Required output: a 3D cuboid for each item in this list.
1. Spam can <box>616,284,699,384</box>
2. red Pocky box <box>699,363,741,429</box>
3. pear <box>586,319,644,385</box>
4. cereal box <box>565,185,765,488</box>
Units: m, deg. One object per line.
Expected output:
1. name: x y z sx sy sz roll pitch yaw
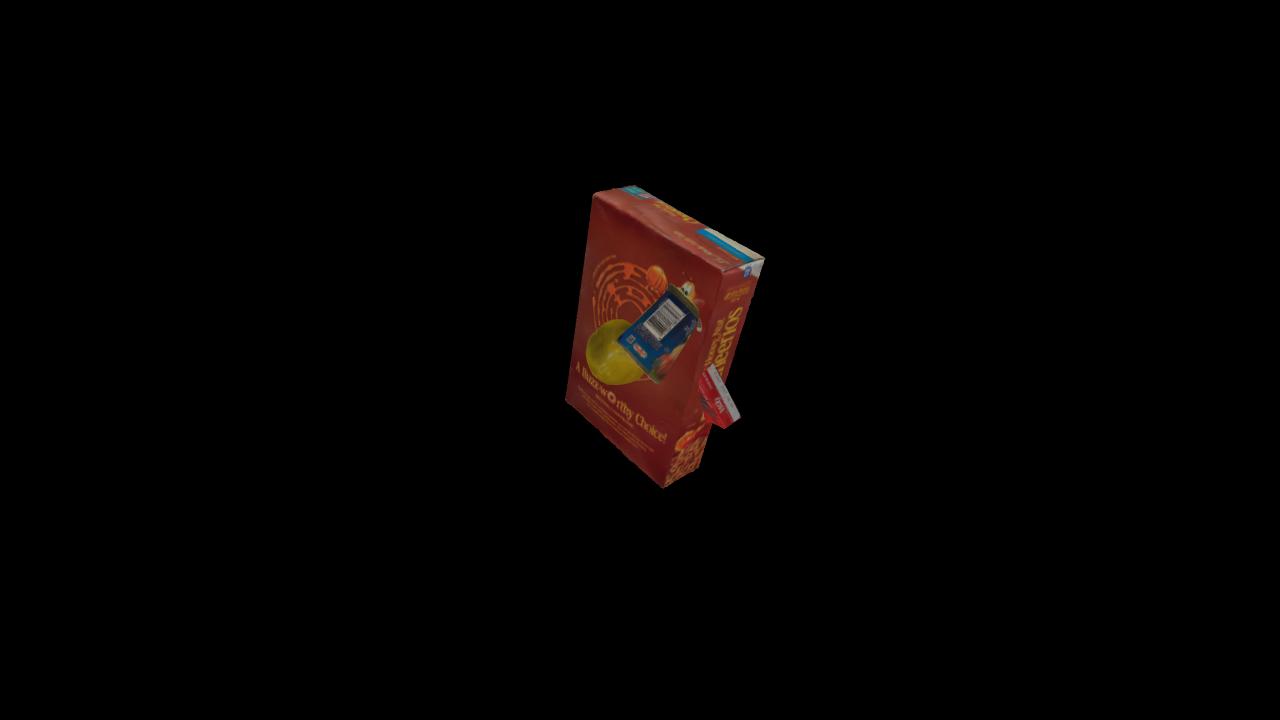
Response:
1. Spam can: 0.027 -0.024 0.666 0.058 0.085 0.101 46 0 16
2. red Pocky box: 0.058 0.028 0.738 0.028 0.083 0.155 -34 18 -14
3. pear: -0.006 -0.003 0.721 0.111 0.080 0.080 15 -10 -39
4. cereal box: 0.013 -0.025 0.734 0.081 0.306 0.203 -21 45 -40
